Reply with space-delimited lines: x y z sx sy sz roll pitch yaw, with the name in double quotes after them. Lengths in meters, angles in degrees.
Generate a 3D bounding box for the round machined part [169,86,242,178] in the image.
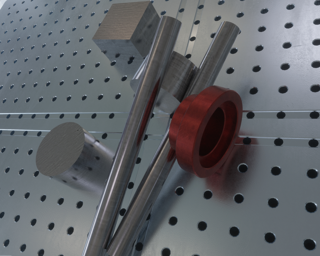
0.047 0.001 0.336 0.042 0.098 0.098 23 74 34 "round machined part"

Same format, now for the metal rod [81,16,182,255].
-0.035 0.021 0.350 0.025 0.025 0.298 20 92 35 "metal rod"

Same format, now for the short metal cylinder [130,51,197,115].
0.008 -0.059 0.405 0.080 0.080 0.050 19 72 35 "short metal cylinder"

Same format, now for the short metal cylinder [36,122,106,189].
-0.124 0.038 0.434 0.080 0.050 0.080 -13 56 21 "short metal cylinder"

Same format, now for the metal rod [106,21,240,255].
0.018 0.010 0.363 0.025 0.025 0.299 23 83 36 "metal rod"

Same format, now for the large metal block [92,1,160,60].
-0.053 -0.162 0.520 0.080 0.050 0.080 11 67 32 "large metal block"
